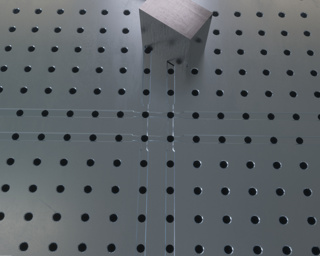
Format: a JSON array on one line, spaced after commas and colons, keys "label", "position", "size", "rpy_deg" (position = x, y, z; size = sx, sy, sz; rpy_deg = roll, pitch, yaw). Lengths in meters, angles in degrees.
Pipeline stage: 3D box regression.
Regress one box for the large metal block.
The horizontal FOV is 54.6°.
[{"label": "large metal block", "position": [0.020, -0.136, 0.433], "size": [0.080, 0.080, 0.050], "rpy_deg": [35, 74, 12]}]
